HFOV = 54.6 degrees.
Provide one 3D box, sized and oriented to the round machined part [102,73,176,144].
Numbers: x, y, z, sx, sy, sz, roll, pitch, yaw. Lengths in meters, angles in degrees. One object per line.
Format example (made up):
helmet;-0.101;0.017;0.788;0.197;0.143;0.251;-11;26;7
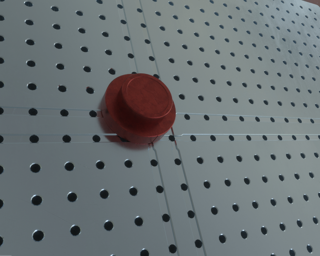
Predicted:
round machined part;-0.023;-0.032;0.404;0.099;0.042;0.098;13;56;-20
